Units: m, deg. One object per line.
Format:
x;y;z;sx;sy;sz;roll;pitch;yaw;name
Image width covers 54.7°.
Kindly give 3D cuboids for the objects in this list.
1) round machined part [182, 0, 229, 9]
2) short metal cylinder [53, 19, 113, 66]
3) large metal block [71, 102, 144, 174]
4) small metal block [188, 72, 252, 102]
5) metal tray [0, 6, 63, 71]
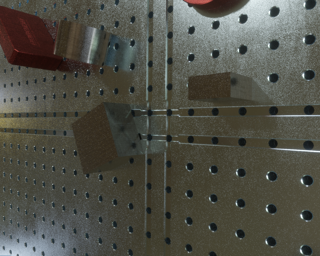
0.051;-0.192;0.356;0.098;0.042;0.097;0;90;40;round machined part
-0.117;-0.129;0.470;0.080;0.081;0.050;24;105;37;short metal cylinder
-0.079;0.016;0.458;0.080;0.050;0.080;-28;73;36;large metal block
0.066;-0.043;0.339;0.050;0.050;0.025;0;90;40;small metal block
-0.247;-0.165;0.570;0.030;0.091;0.130;-48;62;29;metal tray
